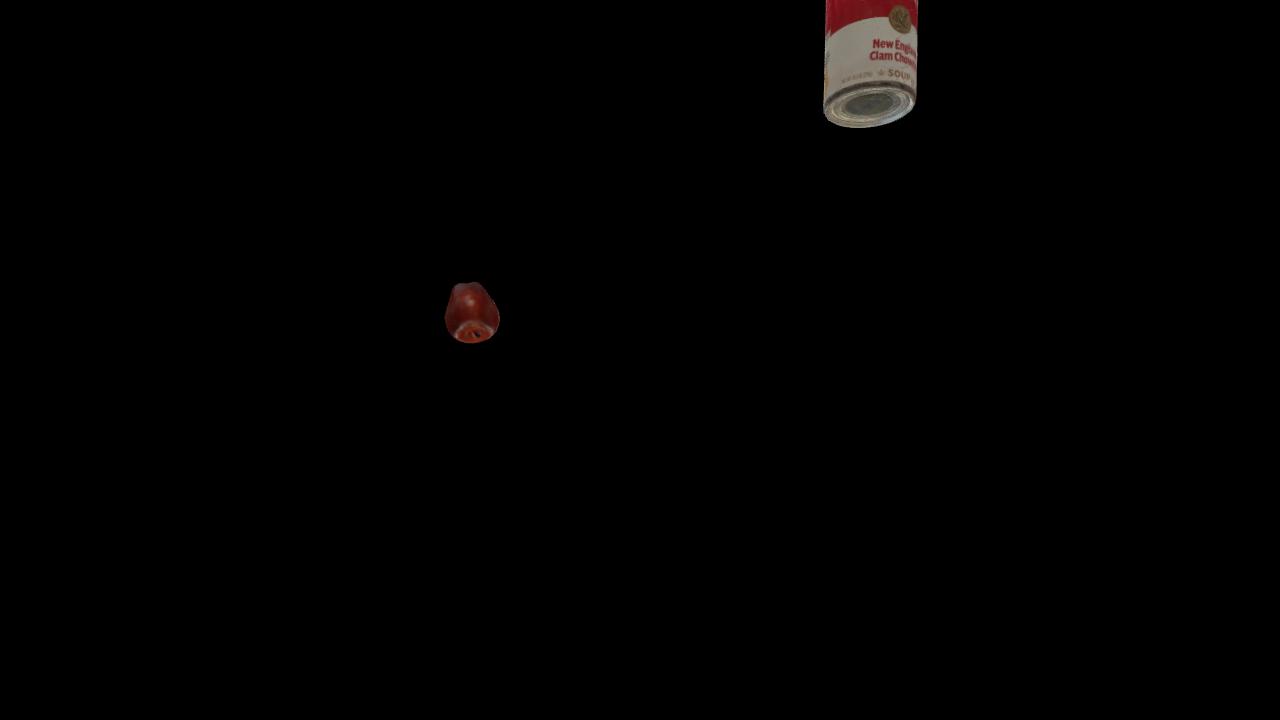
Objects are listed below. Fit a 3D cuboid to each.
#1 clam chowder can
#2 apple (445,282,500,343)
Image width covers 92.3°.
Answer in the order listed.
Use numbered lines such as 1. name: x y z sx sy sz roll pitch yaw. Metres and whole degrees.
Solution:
1. clam chowder can: 0.174 -0.239 0.466 0.068 0.102 0.068 3 -3 0
2. apple: -0.249 -0.069 0.915 0.079 0.093 0.079 -14 -28 -8
